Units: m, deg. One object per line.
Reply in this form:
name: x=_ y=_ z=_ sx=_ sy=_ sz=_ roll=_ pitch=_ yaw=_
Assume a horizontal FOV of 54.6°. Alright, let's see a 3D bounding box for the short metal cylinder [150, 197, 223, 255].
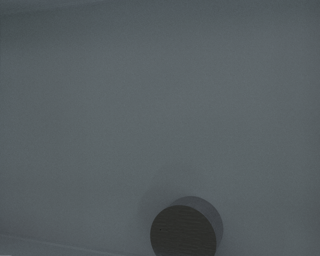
short metal cylinder: x=0.034 y=0.130 z=0.385 sx=0.080 sy=0.050 sz=0.080 roll=0 pitch=90 yaw=20
